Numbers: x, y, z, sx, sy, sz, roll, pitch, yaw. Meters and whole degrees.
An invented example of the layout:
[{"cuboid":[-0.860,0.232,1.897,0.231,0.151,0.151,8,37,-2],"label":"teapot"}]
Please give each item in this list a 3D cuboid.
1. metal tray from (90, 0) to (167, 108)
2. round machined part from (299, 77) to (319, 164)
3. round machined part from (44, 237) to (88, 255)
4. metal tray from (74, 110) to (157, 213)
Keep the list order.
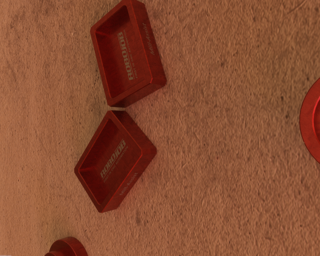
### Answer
[{"cuboid":[-0.048,-0.104,0.439,0.090,0.030,0.129,-25,75,37],"label":"metal tray"},{"cuboid":[0.171,-0.006,0.252,0.098,0.042,0.097,0,90,39],"label":"round machined part"},{"cuboid":[-0.165,0.240,0.527,0.098,0.042,0.097,0,90,39],"label":"round machined part"},{"cuboid":[-0.070,0.049,0.457,0.090,0.030,0.129,49,119,28],"label":"metal tray"}]
